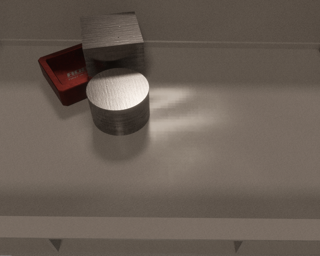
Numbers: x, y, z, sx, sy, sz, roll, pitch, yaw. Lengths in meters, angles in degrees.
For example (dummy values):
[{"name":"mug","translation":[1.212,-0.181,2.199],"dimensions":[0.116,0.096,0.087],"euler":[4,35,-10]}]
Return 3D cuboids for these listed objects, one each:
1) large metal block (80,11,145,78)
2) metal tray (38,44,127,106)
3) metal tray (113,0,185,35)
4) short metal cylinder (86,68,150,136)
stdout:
[{"name":"large metal block","translation":[-0.069,-0.122,0.451],"dimensions":[0.081,0.050,0.080],"euler":[-9,51,-8]},{"name":"metal tray","translation":[-0.107,-0.094,0.479],"dimensions":[0.131,0.030,0.090],"euler":[-27,55,-21]},{"name":"metal tray","translation":[-0.018,-0.236,0.602],"dimensions":[0.090,0.030,0.130],"euler":[24,54,18]},{"name":"short metal cylinder","translation":[-0.055,-0.036,0.418],"dimensions":[0.081,0.050,0.080],"euler":[0,50,0]}]
